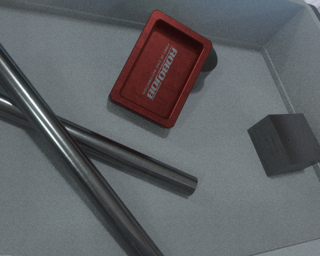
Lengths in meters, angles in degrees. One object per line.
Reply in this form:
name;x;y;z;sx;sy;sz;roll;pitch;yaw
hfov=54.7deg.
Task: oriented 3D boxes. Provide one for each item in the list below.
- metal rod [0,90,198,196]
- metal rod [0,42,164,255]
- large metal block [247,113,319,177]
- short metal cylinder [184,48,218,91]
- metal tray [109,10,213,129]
metal rod;-0.093;0.010;0.350;0.301;0.025;0.025;25;53;-13
metal rod;-0.094;0.024;0.317;0.025;0.025;0.299;-38;91;-39
large metal block;0.196;0.025;0.483;0.081;0.050;0.080;-3;63;-30
short metal cylinder;0.041;-0.104;0.477;0.081;0.050;0.080;14;56;-21
metal tray;0.001;-0.075;0.408;0.090;0.030;0.130;27;84;-12
